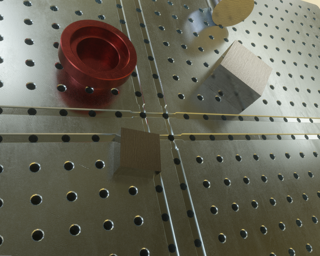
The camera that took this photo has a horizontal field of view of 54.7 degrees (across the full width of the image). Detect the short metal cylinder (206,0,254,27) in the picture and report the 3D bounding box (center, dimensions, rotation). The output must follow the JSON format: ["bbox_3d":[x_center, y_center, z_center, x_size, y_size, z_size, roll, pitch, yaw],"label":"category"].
[{"bbox_3d":[0.132,-0.241,0.591,0.081,0.080,0.050,2,61,-27],"label":"short metal cylinder"}]

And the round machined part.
[{"bbox_3d":[-0.083,-0.091,0.408,0.099,0.042,0.098,14,56,-21],"label":"round machined part"}]

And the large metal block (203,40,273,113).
[{"bbox_3d":[0.131,-0.087,0.515,0.080,0.050,0.080,37,51,-4],"label":"large metal block"}]

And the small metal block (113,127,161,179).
[{"bbox_3d":[-0.028,0.031,0.374,0.050,0.025,0.050,11,57,-22],"label":"small metal block"}]
